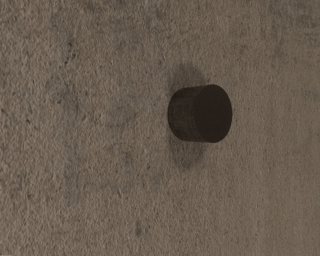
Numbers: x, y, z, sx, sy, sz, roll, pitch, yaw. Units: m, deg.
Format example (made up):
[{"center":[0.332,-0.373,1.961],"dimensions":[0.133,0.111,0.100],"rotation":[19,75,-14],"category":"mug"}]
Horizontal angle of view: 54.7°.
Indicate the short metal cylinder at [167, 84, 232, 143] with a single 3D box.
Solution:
[{"center":[0.057,-0.020,0.439],"dimensions":[0.081,0.050,0.079],"rotation":[0,90,-40],"category":"short metal cylinder"}]
